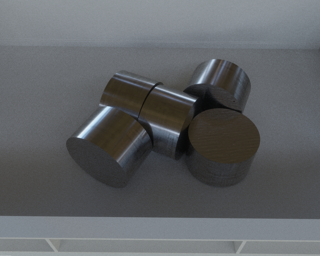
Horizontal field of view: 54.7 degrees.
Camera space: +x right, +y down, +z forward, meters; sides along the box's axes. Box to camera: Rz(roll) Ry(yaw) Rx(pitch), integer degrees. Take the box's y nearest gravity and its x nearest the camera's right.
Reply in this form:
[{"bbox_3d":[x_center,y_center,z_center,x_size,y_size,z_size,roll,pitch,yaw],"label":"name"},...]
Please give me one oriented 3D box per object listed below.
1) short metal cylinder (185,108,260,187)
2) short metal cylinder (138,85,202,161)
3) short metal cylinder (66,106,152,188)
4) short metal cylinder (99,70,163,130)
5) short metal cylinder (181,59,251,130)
[{"bbox_3d":[0.072,0.023,0.368,0.081,0.050,0.080,0,50,0],"label":"short metal cylinder"},{"bbox_3d":[0.012,-0.007,0.374,0.050,0.080,0.080,21,53,16],"label":"short metal cylinder"},{"bbox_3d":[-0.056,0.022,0.348,0.080,0.080,0.050,23,54,18],"label":"short metal cylinder"},{"bbox_3d":[-0.034,-0.027,0.389,0.050,0.080,0.080,20,53,16],"label":"short metal cylinder"},{"bbox_3d":[0.072,-0.042,0.403,0.080,0.080,0.050,18,52,14],"label":"short metal cylinder"}]
